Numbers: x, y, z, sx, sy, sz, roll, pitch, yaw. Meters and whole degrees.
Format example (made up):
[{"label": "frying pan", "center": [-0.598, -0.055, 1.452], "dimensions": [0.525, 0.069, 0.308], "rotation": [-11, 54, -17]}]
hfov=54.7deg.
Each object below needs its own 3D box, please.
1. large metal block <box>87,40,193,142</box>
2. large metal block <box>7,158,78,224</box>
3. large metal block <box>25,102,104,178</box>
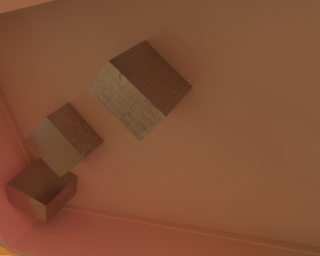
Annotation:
[{"label": "large metal block", "center": [-0.020, -0.045, 0.356], "dimensions": [0.080, 0.080, 0.050], "rotation": [44, 129, -3]}, {"label": "large metal block", "center": [-0.206, 0.108, 0.549], "dimensions": [0.080, 0.080, 0.050], "rotation": [25, 127, 13]}, {"label": "large metal block", "center": [-0.150, 0.020, 0.484], "dimensions": [0.080, 0.050, 0.080], "rotation": [49, 129, -7]}]
